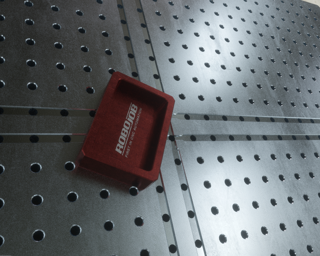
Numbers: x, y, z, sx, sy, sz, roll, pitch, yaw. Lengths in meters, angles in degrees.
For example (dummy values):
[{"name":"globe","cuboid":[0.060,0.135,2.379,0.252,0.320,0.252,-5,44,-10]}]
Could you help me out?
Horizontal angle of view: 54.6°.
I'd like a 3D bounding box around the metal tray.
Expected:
[{"name":"metal tray","cuboid":[-0.037,0.000,0.384,0.090,0.030,0.130,24,53,-14]}]
